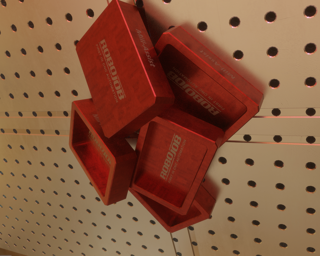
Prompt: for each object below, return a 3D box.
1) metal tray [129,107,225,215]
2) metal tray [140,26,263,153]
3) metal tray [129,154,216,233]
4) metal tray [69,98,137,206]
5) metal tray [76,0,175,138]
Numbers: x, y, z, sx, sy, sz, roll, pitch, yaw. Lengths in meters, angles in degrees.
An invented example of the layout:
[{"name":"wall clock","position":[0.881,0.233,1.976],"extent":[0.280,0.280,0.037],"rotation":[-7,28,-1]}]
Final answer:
[{"name":"metal tray","position":[0.014,0.041,0.386],"extent":[0.090,0.030,0.129],"rotation":[25,127,12]},{"name":"metal tray","position":[0.040,-0.041,0.360],"extent":[0.130,0.030,0.089],"rotation":[40,129,0]},{"name":"metal tray","position":[0.006,0.089,0.458],"extent":[0.130,0.030,0.090],"rotation":[48,128,-6]},{"name":"metal tray","position":[-0.085,0.030,0.430],"extent":[0.130,0.030,0.089],"rotation":[47,136,35]},{"name":"metal tray","position":[-0.045,-0.064,0.351],"extent":[0.090,0.030,0.130],"rotation":[-34,69,38]}]
